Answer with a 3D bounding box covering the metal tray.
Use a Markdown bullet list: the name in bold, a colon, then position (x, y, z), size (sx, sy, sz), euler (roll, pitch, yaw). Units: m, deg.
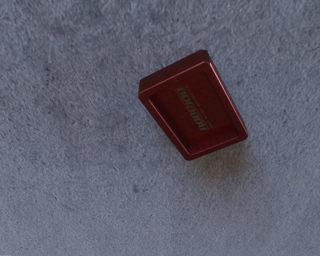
- **metal tray**: position (0.044, -0.022, 0.385), size (0.090, 0.030, 0.130), euler (-24, 127, 18)
